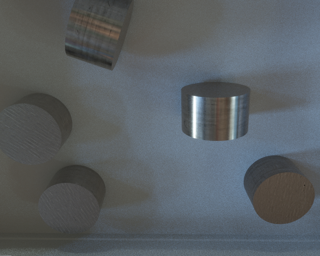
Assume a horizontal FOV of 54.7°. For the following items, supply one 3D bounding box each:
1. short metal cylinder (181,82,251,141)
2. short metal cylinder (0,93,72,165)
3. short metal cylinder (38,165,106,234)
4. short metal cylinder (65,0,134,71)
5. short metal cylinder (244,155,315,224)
[{"bbox_3d":[0.066,-0.023,0.374,0.080,0.080,0.050,-2,110,0],"label":"short metal cylinder"},{"bbox_3d":[-0.159,0.000,0.397,0.081,0.050,0.079,0,110,0],"label":"short metal cylinder"},{"bbox_3d":[-0.120,0.099,0.433,0.081,0.050,0.079,0,110,0],"label":"short metal cylinder"},{"bbox_3d":[-0.065,-0.109,0.341,0.050,0.080,0.079,18,109,-7],"label":"short metal cylinder"},{"bbox_3d":[0.163,0.085,0.431,0.081,0.050,0.079,0,110,0],"label":"short metal cylinder"}]
